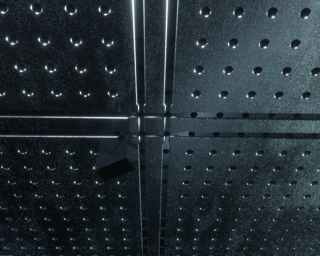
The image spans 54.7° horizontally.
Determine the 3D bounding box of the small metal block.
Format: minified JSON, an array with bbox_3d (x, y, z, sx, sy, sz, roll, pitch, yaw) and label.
[{"bbox_3d":[-0.059,0.039,0.428,0.050,0.050,0.025,-23,127,17],"label":"small metal block"}]
